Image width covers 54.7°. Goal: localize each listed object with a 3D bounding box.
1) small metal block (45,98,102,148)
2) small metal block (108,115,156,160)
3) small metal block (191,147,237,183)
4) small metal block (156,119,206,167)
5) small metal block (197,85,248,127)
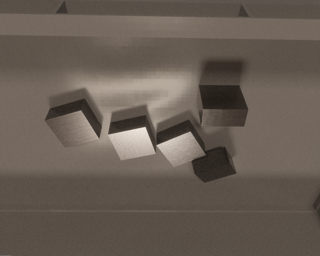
[{"bbox_3d":[-0.111,-0.005,0.403,0.050,0.025,0.050,-15,129,11],"label":"small metal block"},{"bbox_3d":[-0.036,0.014,0.420,0.050,0.025,0.050,-12,130,9],"label":"small metal block"},{"bbox_3d":[0.078,0.054,0.446,0.050,0.025,0.050,-20,150,15],"label":"small metal block"},{"bbox_3d":[0.029,0.022,0.429,0.050,0.025,0.050,-23,127,18],"label":"small metal block"},{"bbox_3d":[0.073,-0.027,0.371,0.050,0.050,0.025,0,130,-1],"label":"small metal block"}]
